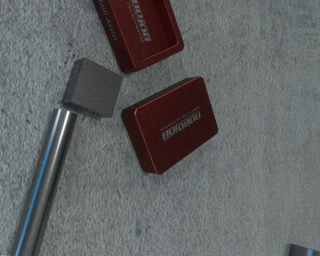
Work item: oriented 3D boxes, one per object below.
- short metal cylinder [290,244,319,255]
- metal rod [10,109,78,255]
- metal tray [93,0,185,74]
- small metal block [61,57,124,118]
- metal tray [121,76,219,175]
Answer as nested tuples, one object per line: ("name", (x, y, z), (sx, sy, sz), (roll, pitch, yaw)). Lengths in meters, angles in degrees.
("short metal cylinder", (0.309, 0.275, 0.633), (0.080, 0.080, 0.050), (25, 74, -38))
("metal rod", (-0.131, 0.127, 0.295), (0.025, 0.025, 0.299), (21, 76, -38))
("metal tray", (-0.028, -0.143, 0.379), (0.091, 0.030, 0.129), (-34, 111, -35))
("small metal block", (-0.074, -0.043, 0.344), (0.050, 0.025, 0.050), (23, 76, -38))
("metal tray", (0.019, -0.007, 0.420), (0.131, 0.030, 0.090), (-31, 110, -36))
